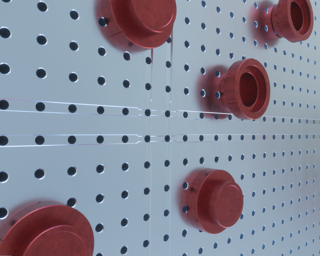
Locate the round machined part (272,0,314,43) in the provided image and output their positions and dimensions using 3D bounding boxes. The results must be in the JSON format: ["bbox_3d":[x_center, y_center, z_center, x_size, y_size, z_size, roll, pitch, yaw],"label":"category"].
[{"bbox_3d":[0.257,-0.216,0.609,0.099,0.042,0.097,0,89,-38],"label":"round machined part"}]

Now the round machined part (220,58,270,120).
[{"bbox_3d":[0.136,-0.062,0.511,0.099,0.042,0.097,0,90,-40],"label":"round machined part"}]

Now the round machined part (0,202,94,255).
[{"bbox_3d":[-0.109,0.125,0.306,0.099,0.042,0.097,0,90,-40],"label":"round machined part"}]

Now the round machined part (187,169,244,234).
[{"bbox_3d":[0.090,0.113,0.472,0.099,0.042,0.097,0,90,-40],"label":"round machined part"}]

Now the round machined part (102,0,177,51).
[{"bbox_3d":[-0.018,-0.147,0.382,0.099,0.042,0.097,0,90,-40],"label":"round machined part"}]
